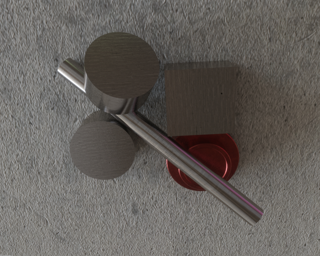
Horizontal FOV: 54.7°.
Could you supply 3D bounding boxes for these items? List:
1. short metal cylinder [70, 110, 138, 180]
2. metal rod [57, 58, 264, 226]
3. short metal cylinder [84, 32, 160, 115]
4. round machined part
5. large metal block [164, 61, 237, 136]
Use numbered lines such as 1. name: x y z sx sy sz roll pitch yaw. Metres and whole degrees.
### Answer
1. short metal cylinder: -0.071 0.020 0.405 0.081 0.050 0.079 0 110 0
2. metal rod: 0.000 0.016 0.381 0.300 0.025 0.025 38 106 0
3. short metal cylinder: -0.046 -0.061 0.355 0.081 0.050 0.080 4 72 -13
4. round machined part: 0.058 0.044 0.418 0.099 0.042 0.097 0 110 0
5. large metal block: 0.047 -0.038 0.382 0.080 0.050 0.079 -3 110 1
